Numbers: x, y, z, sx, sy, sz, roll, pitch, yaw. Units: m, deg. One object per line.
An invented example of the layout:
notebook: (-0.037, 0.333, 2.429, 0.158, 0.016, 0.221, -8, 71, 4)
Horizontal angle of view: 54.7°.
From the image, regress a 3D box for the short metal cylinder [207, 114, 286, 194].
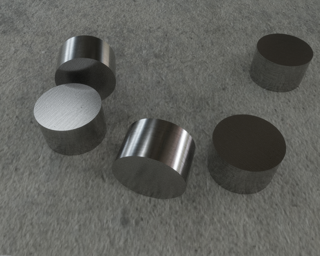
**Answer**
short metal cylinder: (0.099, 0.030, 0.363, 0.081, 0.050, 0.080, 0, 50, 0)

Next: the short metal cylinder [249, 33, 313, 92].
short metal cylinder: (0.183, -0.100, 0.474, 0.081, 0.050, 0.080, 0, 50, 0)

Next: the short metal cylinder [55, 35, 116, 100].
short metal cylinder: (-0.103, -0.081, 0.435, 0.081, 0.080, 0.050, -4, 50, -4)

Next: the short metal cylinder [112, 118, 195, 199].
short metal cylinder: (-0.006, 0.035, 0.338, 0.080, 0.080, 0.050, 12, 51, 9)

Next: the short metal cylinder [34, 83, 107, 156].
short metal cylinder: (-0.112, -0.012, 0.395, 0.081, 0.050, 0.080, 0, 50, 0)
